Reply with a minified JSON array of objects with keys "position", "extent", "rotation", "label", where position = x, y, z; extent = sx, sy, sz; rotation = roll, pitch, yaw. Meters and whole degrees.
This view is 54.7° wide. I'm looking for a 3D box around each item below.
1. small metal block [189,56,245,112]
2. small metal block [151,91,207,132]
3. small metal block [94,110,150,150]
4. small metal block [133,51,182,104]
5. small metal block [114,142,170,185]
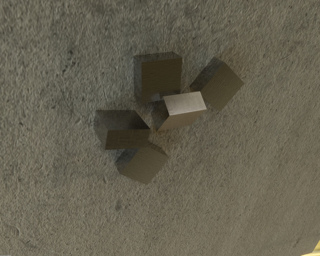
[{"position":[0.076,-0.058,0.413],"extent":[0.050,0.025,0.050],"rotation":[34,99,-39],"label":"small metal block"},{"position":[0.023,-0.020,0.390],"extent":[0.050,0.025,0.050],"rotation":[-10,162,-23],"label":"small metal block"},{"position":[-0.046,0.001,0.366],"extent":[0.050,0.050,0.025],"rotation":[-2,119,-28],"label":"small metal block"},{"position":[-0.003,-0.061,0.368],"extent":[0.050,0.025,0.050],"rotation":[-12,124,-22],"label":"small metal block"},{"position":[-0.024,0.044,0.421],"extent":[0.050,0.025,0.050],"rotation":[31,101,-38],"label":"small metal block"}]
